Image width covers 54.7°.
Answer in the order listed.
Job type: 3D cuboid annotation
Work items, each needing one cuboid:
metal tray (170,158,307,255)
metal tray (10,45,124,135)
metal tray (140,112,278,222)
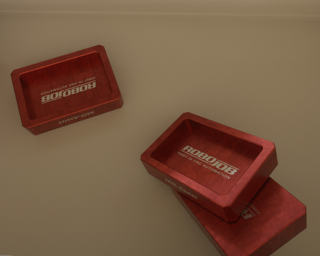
[{"bbox_3d":[0.079,0.080,0.342,0.090,0.030,0.130,-31,39,-11],"label":"metal tray"},{"bbox_3d":[-0.126,-0.053,0.425,0.131,0.030,0.090,-19,71,-7],"label":"metal tray"},{"bbox_3d":[0.052,0.036,0.353,0.130,0.030,0.090,24,59,42],"label":"metal tray"}]
